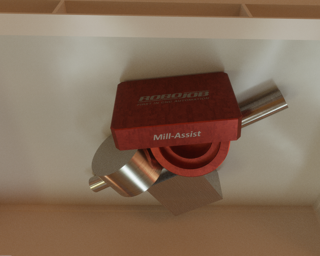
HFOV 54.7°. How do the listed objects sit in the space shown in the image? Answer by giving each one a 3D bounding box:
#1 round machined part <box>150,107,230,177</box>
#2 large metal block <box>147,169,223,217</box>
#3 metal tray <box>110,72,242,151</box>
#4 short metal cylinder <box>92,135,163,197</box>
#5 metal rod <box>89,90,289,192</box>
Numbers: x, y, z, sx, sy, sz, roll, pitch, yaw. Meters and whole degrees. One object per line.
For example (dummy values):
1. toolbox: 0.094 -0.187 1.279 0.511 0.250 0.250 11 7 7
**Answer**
1. round machined part: 0.038 0.008 0.385 0.098 0.042 0.097 4 106 14
2. large metal block: 0.035 0.077 0.455 0.080 0.050 0.080 -26 126 20
3. metal tray: 0.016 -0.021 0.345 0.131 0.090 0.030 -5 130 3
4. short metal cylinder: -0.042 0.043 0.407 0.080 0.080 0.050 -27 125 20
5. metal rod: 0.025 0.026 0.430 0.300 0.025 0.025 -26 126 20
